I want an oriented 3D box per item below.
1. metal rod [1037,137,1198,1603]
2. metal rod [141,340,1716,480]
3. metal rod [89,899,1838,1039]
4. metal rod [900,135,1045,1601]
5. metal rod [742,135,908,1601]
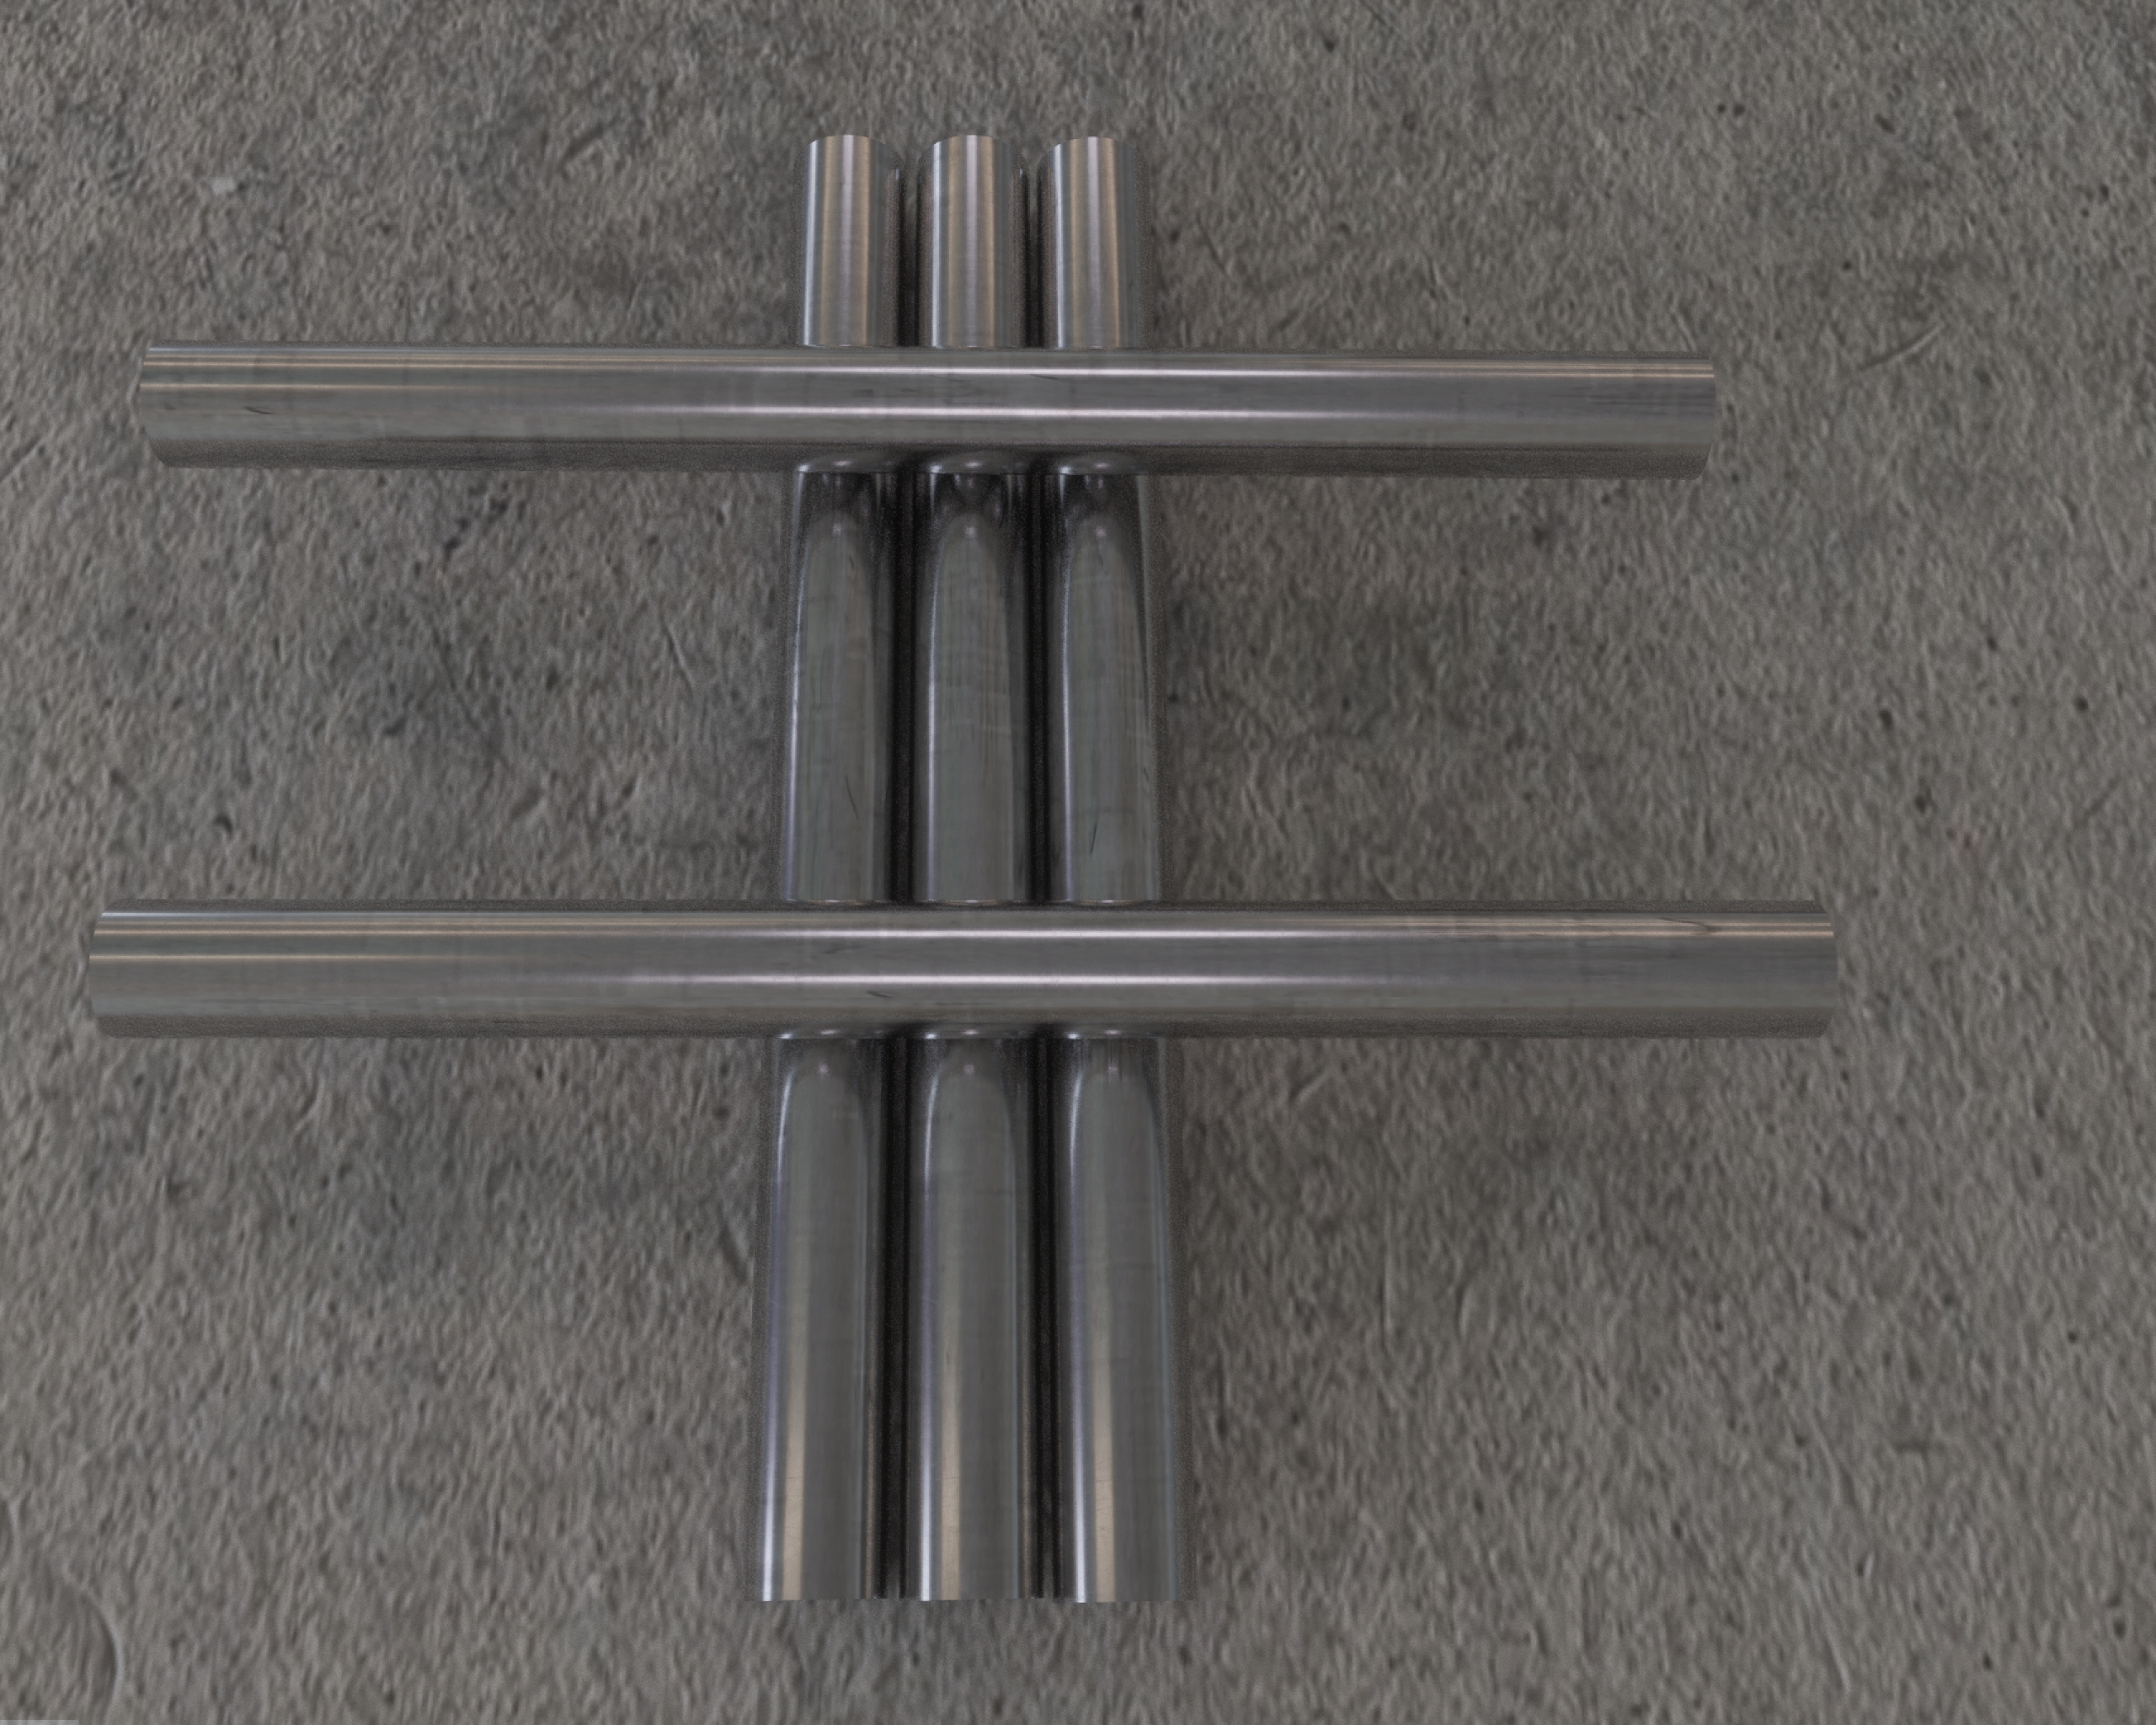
[{"bbox_3d":[0.006,-0.013,0.412,0.025,0.025,0.299,-1,70,0],"label":"metal rod"},{"bbox_3d":[-0.028,-0.089,0.412,0.302,0.025,0.025,0,70,0],"label":"metal rod"},{"bbox_3d":[-0.019,0.019,0.373,0.302,0.025,0.025,0,70,0],"label":"metal rod"},{"bbox_3d":[-0.021,-0.013,0.412,0.025,0.025,0.299,-1,70,0],"label":"metal rod"},{"bbox_3d":[-0.048,-0.013,0.412,0.025,0.025,0.299,-1,70,0],"label":"metal rod"}]
